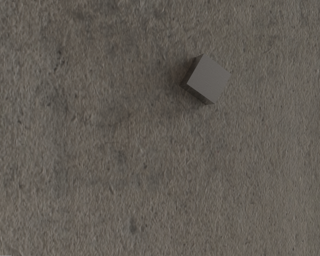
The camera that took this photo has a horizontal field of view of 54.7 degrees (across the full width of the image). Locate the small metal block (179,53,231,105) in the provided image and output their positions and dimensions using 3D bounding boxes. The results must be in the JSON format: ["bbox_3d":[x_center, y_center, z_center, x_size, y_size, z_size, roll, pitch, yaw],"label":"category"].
[{"bbox_3d":[0.063,-0.067,0.434,0.050,0.025,0.050,33,79,-18],"label":"small metal block"}]
